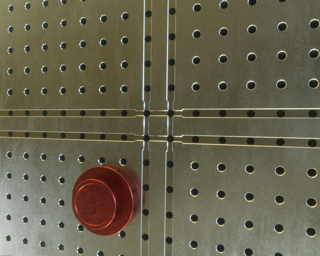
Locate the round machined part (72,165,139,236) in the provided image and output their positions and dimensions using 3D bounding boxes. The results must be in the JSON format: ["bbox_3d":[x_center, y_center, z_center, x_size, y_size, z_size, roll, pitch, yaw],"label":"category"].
[{"bbox_3d":[-0.082,0.102,0.433,0.098,0.042,0.097,0,90,20],"label":"round machined part"}]
